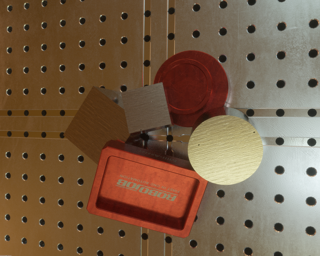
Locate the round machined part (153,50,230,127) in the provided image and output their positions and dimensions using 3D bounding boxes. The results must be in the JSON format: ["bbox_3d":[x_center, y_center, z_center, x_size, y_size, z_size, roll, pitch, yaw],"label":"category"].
[{"bbox_3d":[0.036,-0.050,0.390,0.098,0.042,0.097,0,90,20],"label":"round machined part"}]

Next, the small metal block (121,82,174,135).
[{"bbox_3d":[-0.014,-0.022,0.368,0.050,0.025,0.050,-13,83,8],"label":"small metal block"}]

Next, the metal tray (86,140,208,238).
[{"bbox_3d":[-0.015,0.076,0.385,0.131,0.030,0.089,16,103,-3],"label":"metal tray"}]

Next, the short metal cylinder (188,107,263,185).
[{"bbox_3d":[0.074,0.019,0.361,0.080,0.050,0.079,2,104,8],"label":"short metal cylinder"}]

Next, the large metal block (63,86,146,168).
[{"bbox_3d":[-0.070,0.000,0.424,0.080,0.050,0.080,37,102,16],"label":"large metal block"}]
